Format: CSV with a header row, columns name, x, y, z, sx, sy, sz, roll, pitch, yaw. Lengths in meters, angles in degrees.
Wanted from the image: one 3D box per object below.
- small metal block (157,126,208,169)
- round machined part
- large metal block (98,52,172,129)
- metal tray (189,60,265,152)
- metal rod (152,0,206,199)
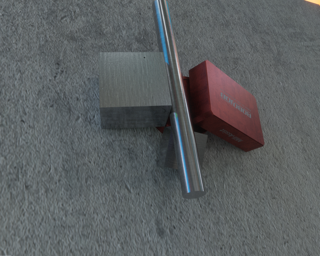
name,x,y,z,sx,sy,sz,roll,pitch,yaw
small metal block,0.028,0.028,0.390,0.050,0.025,0.050,14,81,-20
round machined part,0.034,-0.033,0.432,0.099,0.042,0.098,14,56,-21
large metal block,-0.034,-0.047,0.386,0.081,0.050,0.080,-2,61,-9
metal tray,0.097,-0.028,0.442,0.131,0.030,0.090,26,51,-38
metal rod,0.018,-0.058,0.397,0.025,0.025,0.299,8,56,-24
